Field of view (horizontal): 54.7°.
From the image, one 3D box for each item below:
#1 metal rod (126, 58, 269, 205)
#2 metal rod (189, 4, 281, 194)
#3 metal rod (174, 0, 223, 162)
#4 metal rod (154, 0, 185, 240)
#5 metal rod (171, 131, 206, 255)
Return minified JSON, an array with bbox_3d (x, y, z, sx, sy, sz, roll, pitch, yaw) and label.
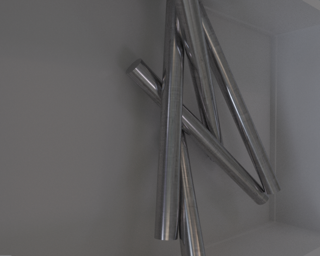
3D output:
[{"bbox_3d":[0.066,0.020,0.430,0.300,0.025,0.025,44,64,-27],"label":"metal rod"},{"bbox_3d":[0.113,-0.039,0.463,0.025,0.025,0.299,-29,97,-36],"label":"metal rod"},{"bbox_3d":[0.052,-0.065,0.389,0.025,0.025,0.299,-47,137,-30],"label":"metal rod"},{"bbox_3d":[0.014,-0.028,0.359,0.025,0.025,0.299,12,76,-39],"label":"metal rod"},{"bbox_3d":[0.033,0.118,0.332,0.025,0.025,0.300,31,38,-36],"label":"metal rod"}]
